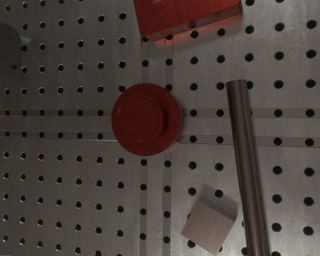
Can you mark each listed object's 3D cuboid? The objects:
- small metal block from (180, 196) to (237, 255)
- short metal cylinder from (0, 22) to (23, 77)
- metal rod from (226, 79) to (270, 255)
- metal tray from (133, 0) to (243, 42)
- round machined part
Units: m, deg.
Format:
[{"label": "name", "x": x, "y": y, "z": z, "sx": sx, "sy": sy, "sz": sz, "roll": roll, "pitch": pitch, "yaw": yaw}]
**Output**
[{"label": "small metal block", "x": 0.062, "y": 0.122, "z": 0.390, "sx": 0.050, "sy": 0.025, "sz": 0.050, "roll": 28, "pitch": 99, "yaw": 17}, {"label": "short metal cylinder", "x": -0.261, "y": -0.124, "z": 0.473, "sx": 0.050, "sy": 0.080, "sz": 0.080, "roll": 17, "pitch": 96, "yaw": 19}, {"label": "metal rod", "x": 0.111, "y": 0.091, "z": 0.373, "sx": 0.025, "sy": 0.025, "sz": 0.298, "roll": -8, "pitch": 88, "yaw": 19}, {"label": "metal tray", "x": 0.031, "y": -0.175, "z": 0.398, "sx": 0.130, "sy": 0.030, "sz": 0.089, "roll": -12, "pitch": 86, "yaw": 19}, {"label": "round machined part", "x": -0.021, "y": -0.011, "z": 0.410, "sx": 0.098, "sy": 0.042, "sz": 0.097, "roll": 0, "pitch": 90, "yaw": 19}]
